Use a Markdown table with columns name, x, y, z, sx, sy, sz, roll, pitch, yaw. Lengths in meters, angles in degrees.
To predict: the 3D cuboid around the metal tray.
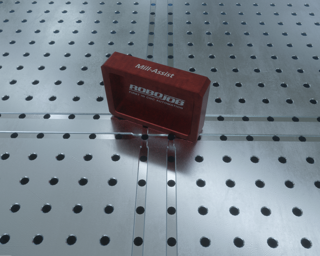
| name | x | y | z | sx | sy | sz | roll | pitch | yaw |
| --- | --- | --- | --- | --- | --- | --- | --- | --- | --- |
| metal tray | -0.006 | -0.039 | 0.398 | 0.130 | 0.090 | 0.030 | 18 | 53 | 15 |
